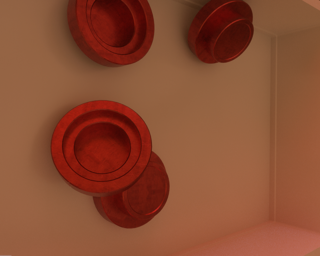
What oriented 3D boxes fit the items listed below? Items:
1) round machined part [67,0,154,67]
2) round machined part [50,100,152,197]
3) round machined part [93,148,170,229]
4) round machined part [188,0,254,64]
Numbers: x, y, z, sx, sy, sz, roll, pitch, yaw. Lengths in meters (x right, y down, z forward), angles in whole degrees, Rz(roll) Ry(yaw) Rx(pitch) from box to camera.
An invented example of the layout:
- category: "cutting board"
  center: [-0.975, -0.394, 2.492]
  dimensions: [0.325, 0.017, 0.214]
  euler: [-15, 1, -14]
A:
- category: "round machined part"
  center: [-0.057, -0.117, 0.347]
  dimensions: [0.099, 0.042, 0.097]
  euler: [0, 90, -40]
- category: "round machined part"
  center: [-0.060, 0.024, 0.325]
  dimensions: [0.099, 0.042, 0.098]
  euler: [4, 67, -9]
- category: "round machined part"
  center: [-0.027, 0.072, 0.373]
  dimensions: [0.099, 0.042, 0.097]
  euler: [0, 90, -40]
- category: "round machined part"
  center: [0.092, -0.132, 0.437]
  dimensions: [0.099, 0.042, 0.097]
  euler: [-23, 144, -18]
